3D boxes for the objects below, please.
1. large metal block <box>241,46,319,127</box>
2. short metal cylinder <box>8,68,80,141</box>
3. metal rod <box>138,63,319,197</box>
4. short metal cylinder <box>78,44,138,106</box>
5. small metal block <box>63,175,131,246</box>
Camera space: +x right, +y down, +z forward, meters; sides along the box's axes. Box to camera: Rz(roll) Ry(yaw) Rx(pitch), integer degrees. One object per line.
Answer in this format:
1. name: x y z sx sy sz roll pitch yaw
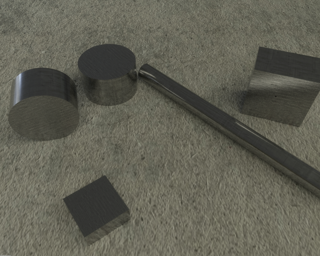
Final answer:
1. large metal block: 0.161 -0.054 0.415 0.080 0.080 0.050 15 52 11
2. short metal cylinder: -0.145 -0.029 0.390 0.081 0.080 0.050 -10 51 -9
3. metal rod: 0.084 -0.008 0.410 0.300 0.025 0.025 36 59 26
4. short metal cylinder: -0.074 -0.078 0.452 0.081 0.050 0.080 0 50 0
5. small metal block: -0.067 0.087 0.330 0.050 0.025 0.050 -29 56 -22
